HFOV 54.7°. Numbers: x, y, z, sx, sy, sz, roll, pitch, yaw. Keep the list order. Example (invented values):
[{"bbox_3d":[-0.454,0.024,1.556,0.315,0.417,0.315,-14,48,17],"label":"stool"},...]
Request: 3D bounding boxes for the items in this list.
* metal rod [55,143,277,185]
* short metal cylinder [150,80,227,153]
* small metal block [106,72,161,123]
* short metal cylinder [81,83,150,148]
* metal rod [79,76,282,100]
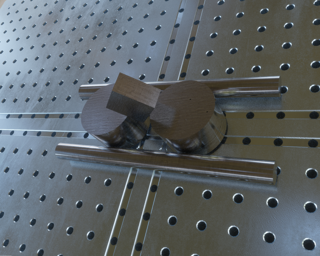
[{"bbox_3d":[-0.014,0.040,0.387,0.300,0.025,0.025,3,63,29],"label":"metal rod"},{"bbox_3d":[0.035,-0.011,0.376,0.080,0.050,0.080,-13,56,21],"label":"short metal cylinder"},{"bbox_3d":[-0.033,-0.034,0.367,0.050,0.050,0.025,22,66,-10],"label":"small metal block"},{"bbox_3d":[-0.061,-0.015,0.429,0.080,0.050,0.080,-13,56,21],"label":"short metal cylinder"},{"bbox_3d":[0.008,-0.053,0.432,0.300,0.025,0.025,2,63,29],"label":"metal rod"}]
